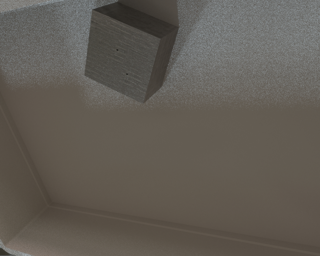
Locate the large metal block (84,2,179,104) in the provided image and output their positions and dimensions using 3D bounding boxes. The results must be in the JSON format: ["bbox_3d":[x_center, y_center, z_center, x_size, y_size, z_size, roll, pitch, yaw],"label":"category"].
[{"bbox_3d":[-0.034,-0.087,0.355,0.080,0.050,0.079,26,128,11],"label":"large metal block"}]
